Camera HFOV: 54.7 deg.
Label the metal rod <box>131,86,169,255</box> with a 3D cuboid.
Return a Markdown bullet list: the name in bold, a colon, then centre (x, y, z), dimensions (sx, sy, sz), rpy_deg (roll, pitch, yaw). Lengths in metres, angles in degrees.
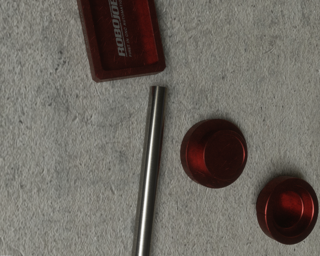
- **metal rod**: centre (-0.017, 0.095, 0.403), dimensions (0.025, 0.025, 0.298), rpy_deg (7, 88, -20)

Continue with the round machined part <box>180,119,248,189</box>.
- **round machined part**: centre (0.081, 0.036, 0.430), dimensions (0.099, 0.042, 0.097), rpy_deg (0, 90, -20)

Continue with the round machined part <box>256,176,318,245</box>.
- **round machined part**: centre (0.186, 0.121, 0.469), dimensions (0.099, 0.042, 0.097), rpy_deg (0, 90, -20)

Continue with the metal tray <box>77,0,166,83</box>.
- **metal tray**: centre (-0.050, -0.128, 0.387), dimensions (0.091, 0.030, 0.129), rpy_deg (-12, 94, -20)
